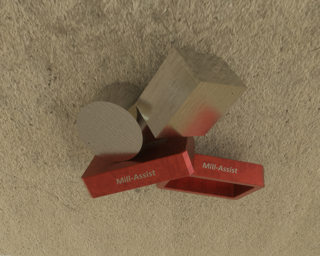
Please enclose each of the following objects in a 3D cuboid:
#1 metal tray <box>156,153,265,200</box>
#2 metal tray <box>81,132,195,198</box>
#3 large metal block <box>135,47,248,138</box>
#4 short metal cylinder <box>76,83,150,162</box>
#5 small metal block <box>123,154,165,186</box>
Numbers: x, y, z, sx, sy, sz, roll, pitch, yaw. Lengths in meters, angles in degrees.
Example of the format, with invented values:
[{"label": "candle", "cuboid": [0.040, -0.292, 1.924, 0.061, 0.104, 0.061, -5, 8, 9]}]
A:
[{"label": "metal tray", "cuboid": [0.068, 0.070, 0.442, 0.131, 0.030, 0.090, 10, 153, -9]}, {"label": "metal tray", "cuboid": [-0.023, 0.038, 0.393, 0.130, 0.090, 0.030, -16, 110, 12]}, {"label": "large metal block", "cuboid": [0.034, -0.035, 0.339, 0.081, 0.050, 0.080, -1, 140, -44]}, {"label": "short metal cylinder", "cuboid": [-0.051, -0.007, 0.370, 0.080, 0.050, 0.079, 8, 123, 13]}, {"label": "small metal block", "cuboid": [-0.023, 0.057, 0.429, 0.050, 0.050, 0.025, -11, 95, -8]}]
